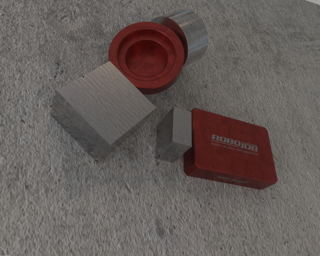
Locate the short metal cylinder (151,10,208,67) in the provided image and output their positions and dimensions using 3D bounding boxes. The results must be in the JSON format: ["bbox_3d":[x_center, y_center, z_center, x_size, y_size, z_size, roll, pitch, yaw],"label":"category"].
[{"bbox_3d":[0.024,-0.130,0.460,0.050,0.080,0.080,-34,81,-39],"label":"short metal cylinder"}]

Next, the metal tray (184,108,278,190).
[{"bbox_3d":[0.097,0.030,0.434,0.131,0.030,0.090,14,56,-21],"label":"metal tray"}]

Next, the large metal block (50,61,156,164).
[{"bbox_3d":[-0.066,-0.020,0.364,0.080,0.050,0.080,45,51,3],"label":"large metal block"}]

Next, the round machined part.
[{"bbox_3d":[-0.018,-0.091,0.422,0.099,0.042,0.098,1,75,-2],"label":"round machined part"}]

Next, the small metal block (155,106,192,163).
[{"bbox_3d":[0.017,0.009,0.391,0.025,0.050,0.050,16,55,-19],"label":"small metal block"}]
